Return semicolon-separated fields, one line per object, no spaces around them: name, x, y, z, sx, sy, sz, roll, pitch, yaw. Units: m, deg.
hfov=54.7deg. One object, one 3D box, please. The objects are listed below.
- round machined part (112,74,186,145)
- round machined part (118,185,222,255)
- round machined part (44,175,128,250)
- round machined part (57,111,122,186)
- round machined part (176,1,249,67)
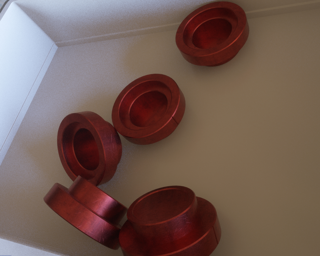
round machined part;-0.011;-0.021;0.414;0.098;0.042;0.098;-13;56;21
round machined part;0.006;0.091;0.301;0.098;0.042;0.098;-15;14;4
round machined part;-0.075;0.088;0.344;0.098;0.098;0.042;23;71;36
round machined part;-0.088;0.026;0.404;0.098;0.042;0.097;10;106;38
round machined part;0.075;-0.125;0.432;0.098;0.042;0.098;-13;56;21
